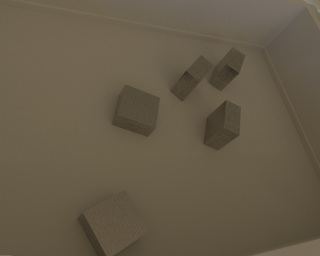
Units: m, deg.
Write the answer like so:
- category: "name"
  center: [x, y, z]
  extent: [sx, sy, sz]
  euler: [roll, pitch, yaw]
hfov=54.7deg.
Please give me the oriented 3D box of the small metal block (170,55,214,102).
- category: "small metal block"
  center: [0.047, -0.074, 0.462]
  extent: [0.025, 0.050, 0.050]
  euler: [41, 51, -1]

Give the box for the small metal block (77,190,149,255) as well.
- category: "small metal block"
  center: [-0.048, 0.100, 0.320]
  extent: [0.050, 0.025, 0.050]
  euler: [-23, 75, -37]

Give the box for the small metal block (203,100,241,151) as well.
- category: "small metal block"
  center: [0.089, -0.003, 0.441]
  extent: [0.025, 0.050, 0.050]
  euler: [24, 53, -14]

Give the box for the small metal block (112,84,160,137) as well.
- category: "small metal block"
  center: [-0.030, -0.022, 0.404]
  extent: [0.050, 0.025, 0.050]
  euler: [20, 54, -17]

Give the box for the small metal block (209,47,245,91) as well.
- category: "small metal block"
  center: [0.110, -0.097, 0.511]
  extent: [0.025, 0.050, 0.050]
  euler: [33, 51, -8]
